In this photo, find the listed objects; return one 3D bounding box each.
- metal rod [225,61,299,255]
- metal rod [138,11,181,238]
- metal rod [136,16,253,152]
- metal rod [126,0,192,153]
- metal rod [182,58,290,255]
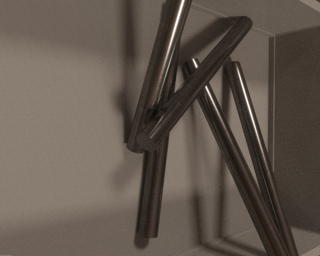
[{"bbox_3d":[0.146,0.034,0.462,0.025,0.025,0.299,6,64,-40],"label":"metal rod"},{"bbox_3d":[0.002,-0.010,0.410,0.025,0.025,0.298,12,83,-40],"label":"metal rod"},{"bbox_3d":[0.063,-0.077,0.419,0.301,0.025,0.025,-50,120,-36],"label":"metal rod"},{"bbox_3d":[0.011,-0.103,0.322,0.025,0.025,0.298,-6,125,-40],"label":"metal rod"},{"bbox_3d":[0.100,0.041,0.419,0.025,0.025,0.299,-13,75,-40],"label":"metal rod"}]
